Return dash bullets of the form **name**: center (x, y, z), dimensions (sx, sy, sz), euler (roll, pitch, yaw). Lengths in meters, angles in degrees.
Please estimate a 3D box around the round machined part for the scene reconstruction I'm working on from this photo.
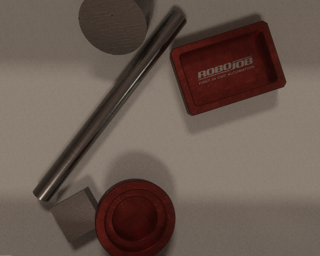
- **round machined part**: center (-0.033, 0.114, 0.396), dimensions (0.099, 0.042, 0.097), euler (1, 87, -14)

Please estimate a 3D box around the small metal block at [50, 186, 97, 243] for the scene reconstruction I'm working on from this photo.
- **small metal block**: center (-0.108, 0.114, 0.410), dimensions (0.050, 0.025, 0.050), euler (-29, 90, 0)

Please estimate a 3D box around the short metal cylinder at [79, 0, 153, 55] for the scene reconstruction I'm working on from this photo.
- **short metal cylinder**: center (-0.052, -0.137, 0.377), dimensions (0.080, 0.079, 0.050), euler (5, 45, 5)

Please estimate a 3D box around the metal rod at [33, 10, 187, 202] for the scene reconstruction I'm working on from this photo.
- **metal rod**: center (-0.066, -0.029, 0.410), dimensions (0.025, 0.025, 0.300), euler (38, 90, -1)

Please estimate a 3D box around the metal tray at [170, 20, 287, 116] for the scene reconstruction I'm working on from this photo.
- **metal tray**: center (0.088, -0.077, 0.409), dimensions (0.131, 0.030, 0.090), euler (-18, 90, -1)
